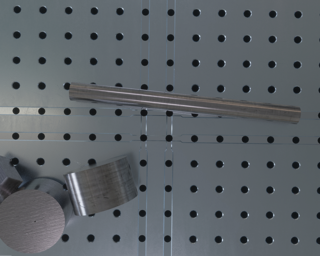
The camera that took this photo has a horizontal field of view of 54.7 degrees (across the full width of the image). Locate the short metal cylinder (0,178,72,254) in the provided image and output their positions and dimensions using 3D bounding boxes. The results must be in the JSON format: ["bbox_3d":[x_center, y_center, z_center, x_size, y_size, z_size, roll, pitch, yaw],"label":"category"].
[{"bbox_3d":[-0.157,0.110,0.395,0.081,0.050,0.079,-1,96,-5],"label":"short metal cylinder"}]

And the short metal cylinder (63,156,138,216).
[{"bbox_3d":[-0.073,0.070,0.385,0.080,0.080,0.050,-15,90,0],"label":"short metal cylinder"}]

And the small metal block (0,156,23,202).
[{"bbox_3d":[-0.212,0.069,0.400,0.050,0.025,0.050,-50,55,0],"label":"small metal block"}]

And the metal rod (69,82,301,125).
[{"bbox_3d":[0.033,-0.033,0.413,0.302,0.025,0.025,6,90,0],"label":"metal rod"}]
